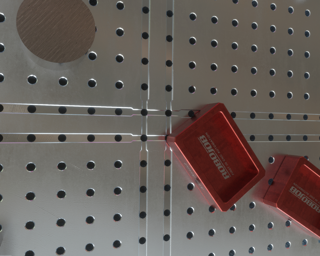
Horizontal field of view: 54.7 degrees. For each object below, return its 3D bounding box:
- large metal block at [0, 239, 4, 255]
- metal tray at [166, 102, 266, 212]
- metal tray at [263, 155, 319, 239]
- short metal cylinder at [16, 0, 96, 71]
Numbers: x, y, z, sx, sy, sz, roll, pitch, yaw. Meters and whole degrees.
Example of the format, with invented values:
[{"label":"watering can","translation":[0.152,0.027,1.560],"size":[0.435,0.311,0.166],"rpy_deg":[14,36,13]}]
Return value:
[{"label":"large metal block","translation":[-0.204,0.157,0.308],"size":[0.081,0.080,0.050],"rpy_deg":[-4,92,-20]},{"label":"metal tray","translation":[0.081,0.041,0.439],"size":[0.090,0.030,0.130],"rpy_deg":[-38,102,-16]},{"label":"metal tray","translation":[0.239,0.113,0.498],"size":[0.130,0.030,0.090],"rpy_deg":[35,79,-17]},{"label":"short metal cylinder","translation":[-0.118,-0.110,0.355],"size":[0.081,0.050,0.079],"rpy_deg":[0,90,-20]}]
